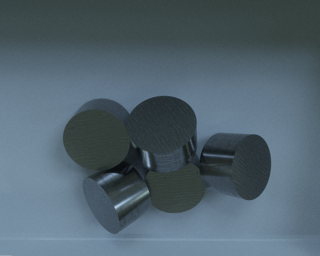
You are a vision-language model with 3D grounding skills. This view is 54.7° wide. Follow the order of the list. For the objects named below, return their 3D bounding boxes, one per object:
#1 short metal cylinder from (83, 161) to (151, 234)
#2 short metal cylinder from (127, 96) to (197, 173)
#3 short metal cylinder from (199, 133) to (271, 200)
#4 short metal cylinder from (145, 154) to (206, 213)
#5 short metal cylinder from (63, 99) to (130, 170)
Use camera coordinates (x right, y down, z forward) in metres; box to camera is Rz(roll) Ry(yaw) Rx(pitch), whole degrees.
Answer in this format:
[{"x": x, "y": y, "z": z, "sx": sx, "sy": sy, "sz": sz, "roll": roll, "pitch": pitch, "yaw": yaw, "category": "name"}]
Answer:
[{"x": -0.057, "y": 0.089, "z": 0.405, "sx": 0.050, "sy": 0.080, "sz": 0.079, "roll": -27, "pitch": 115, "yaw": -36, "category": "short metal cylinder"}, {"x": 0.004, "y": 0.008, "z": 0.375, "sx": 0.080, "sy": 0.080, "sz": 0.050, "roll": -8, "pitch": 146, "yaw": 2, "category": "short metal cylinder"}, {"x": 0.096, "y": 0.047, "z": 0.393, "sx": 0.081, "sy": 0.050, "sz": 0.079, "roll": -2, "pitch": 93, "yaw": -39, "category": "short metal cylinder"}, {"x": 0.019, "y": 0.067, "z": 0.421, "sx": 0.081, "sy": 0.050, "sz": 0.079, "roll": 0, "pitch": 110, "yaw": -1, "category": "short metal cylinder"}, {"x": -0.077, "y": 0.007, "z": 0.397, "sx": 0.081, "sy": 0.050, "sz": 0.079, "roll": 0, "pitch": 110, "yaw": -1, "category": "short metal cylinder"}]
